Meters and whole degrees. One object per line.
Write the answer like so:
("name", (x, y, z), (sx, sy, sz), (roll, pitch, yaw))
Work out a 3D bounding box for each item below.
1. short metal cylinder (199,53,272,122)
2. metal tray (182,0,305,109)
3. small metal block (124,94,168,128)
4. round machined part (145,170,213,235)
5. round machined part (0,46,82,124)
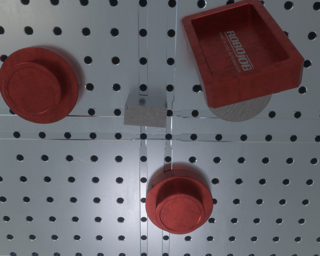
("short metal cylinder", (0.091, -0.053, 0.381), (0.081, 0.050, 0.079), (0, 110, 0))
("metal tray", (0.080, -0.084, 0.327), (0.090, 0.130, 0.030), (-14, 137, 5))
("small metal block", (-0.017, -0.022, 0.392), (0.050, 0.050, 0.025), (5, 110, -2))
("round machined part", (0.028, 0.113, 0.446), (0.099, 0.042, 0.097), (0, 110, 0))
("round machined part", (-0.151, -0.050, 0.384), (0.099, 0.042, 0.097), (0, 110, 0))
